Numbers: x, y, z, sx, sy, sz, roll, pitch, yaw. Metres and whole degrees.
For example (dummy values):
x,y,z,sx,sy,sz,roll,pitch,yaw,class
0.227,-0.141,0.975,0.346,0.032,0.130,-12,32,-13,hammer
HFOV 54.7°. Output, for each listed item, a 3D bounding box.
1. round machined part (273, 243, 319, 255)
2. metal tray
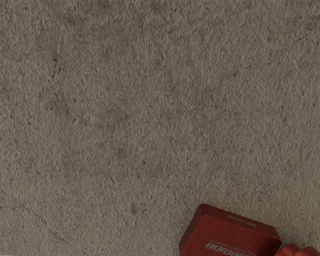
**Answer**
x,y,z,sx,sy,sz,roll,pitch,yaw,class
0.198,0.215,0.467,0.099,0.042,0.097,-18,127,-25,round machined part
0.105,0.178,0.474,0.131,0.030,0.089,20,109,-8,metal tray
